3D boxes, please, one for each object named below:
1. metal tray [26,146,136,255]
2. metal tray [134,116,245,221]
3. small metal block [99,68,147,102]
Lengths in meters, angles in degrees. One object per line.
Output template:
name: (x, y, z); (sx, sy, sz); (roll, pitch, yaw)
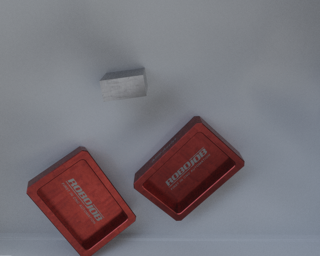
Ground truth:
metal tray: (-0.105, 0.102, 0.426); (0.090, 0.030, 0.130); (-36, 108, -13)
metal tray: (0.038, 0.058, 0.430); (0.090, 0.030, 0.130); (41, 105, -14)
small metal block: (-0.042, -0.054, 0.378); (0.050, 0.050, 0.025); (-7, 110, 2)
